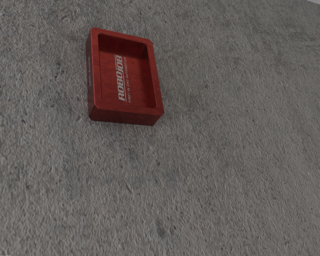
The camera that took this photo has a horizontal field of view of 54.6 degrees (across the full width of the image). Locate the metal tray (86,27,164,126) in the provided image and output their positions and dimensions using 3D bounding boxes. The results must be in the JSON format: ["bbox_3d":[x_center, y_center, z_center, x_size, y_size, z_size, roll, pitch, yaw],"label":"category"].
[{"bbox_3d":[-0.049,-0.069,0.415,0.091,0.030,0.130,5,59,-26],"label":"metal tray"}]
